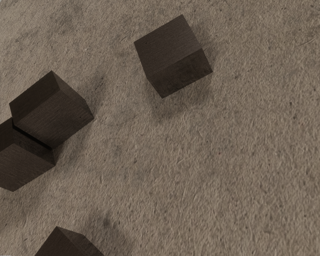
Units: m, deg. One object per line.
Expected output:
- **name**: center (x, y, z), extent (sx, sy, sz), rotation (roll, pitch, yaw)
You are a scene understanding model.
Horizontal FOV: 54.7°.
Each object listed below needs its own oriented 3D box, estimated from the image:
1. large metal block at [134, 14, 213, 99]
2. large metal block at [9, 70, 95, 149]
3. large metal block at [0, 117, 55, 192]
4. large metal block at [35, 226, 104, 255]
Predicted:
- **large metal block**: center (0.018, -0.101, 0.440), extent (0.080, 0.050, 0.080), rotation (-27, 53, 11)
- **large metal block**: center (-0.161, -0.025, 0.466), extent (0.080, 0.080, 0.050), rotation (-37, 51, 3)
- **large metal block**: center (-0.216, 0.041, 0.454), extent (0.080, 0.080, 0.050), rotation (-32, 52, 7)
- **large metal block**: center (-0.100, 0.168, 0.336), extent (0.080, 0.050, 0.080), rotation (27, 76, 37)
